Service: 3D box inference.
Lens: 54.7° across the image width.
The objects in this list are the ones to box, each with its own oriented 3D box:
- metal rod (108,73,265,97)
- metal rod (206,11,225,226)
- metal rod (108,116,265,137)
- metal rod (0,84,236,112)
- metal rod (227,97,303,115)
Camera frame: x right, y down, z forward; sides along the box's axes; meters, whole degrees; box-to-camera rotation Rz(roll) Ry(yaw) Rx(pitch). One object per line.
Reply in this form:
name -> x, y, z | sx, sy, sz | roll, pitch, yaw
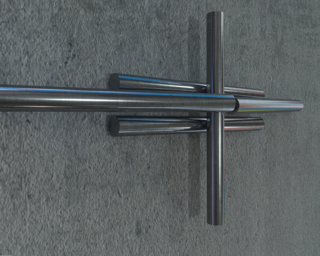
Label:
metal rod -> 0.062, -0.055, 0.459 | 0.302, 0.025, 0.025 | -1, 91, -40
metal rod -> 0.079, -0.013, 0.443 | 0.025, 0.025, 0.298 | 0, 90, -40
metal rod -> 0.062, -0.005, 0.460 | 0.302, 0.025, 0.025 | -1, 91, -40
metal rod -> -0.035, -0.030, 0.345 | 0.303, 0.025, 0.025 | -2, 91, -31
metal rod -> 0.194, -0.039, 0.540 | 0.302, 0.025, 0.025 | -5, 94, -50
